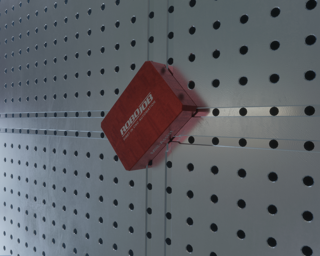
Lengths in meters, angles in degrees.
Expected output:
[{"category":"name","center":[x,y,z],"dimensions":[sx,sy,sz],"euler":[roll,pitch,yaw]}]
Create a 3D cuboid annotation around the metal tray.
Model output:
[{"category":"metal tray","center":[-0.021,-0.014,0.425],"dimensions":[0.129,0.030,0.090],"euler":[-49,61,29]}]
